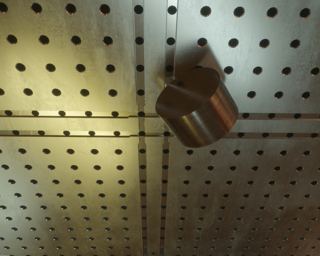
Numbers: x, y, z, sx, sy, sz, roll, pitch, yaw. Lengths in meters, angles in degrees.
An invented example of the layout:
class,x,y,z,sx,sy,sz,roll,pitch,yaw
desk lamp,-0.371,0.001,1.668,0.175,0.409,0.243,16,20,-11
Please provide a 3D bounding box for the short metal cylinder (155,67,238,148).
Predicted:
class,x,y,z,sx,sy,sz,roll,pitch,yaw
short metal cylinder,0.042,-0.024,0.356,0.080,0.080,0.050,-25,126,19
